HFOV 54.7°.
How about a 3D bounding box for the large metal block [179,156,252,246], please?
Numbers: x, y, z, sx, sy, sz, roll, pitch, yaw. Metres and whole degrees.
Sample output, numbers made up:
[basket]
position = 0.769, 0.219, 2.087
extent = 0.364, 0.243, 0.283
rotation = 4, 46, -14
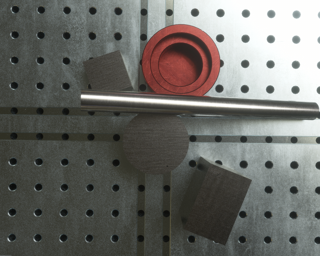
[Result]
[large metal block]
position = 0.065, 0.086, 0.387
extent = 0.050, 0.080, 0.080
rotation = 22, 90, -1

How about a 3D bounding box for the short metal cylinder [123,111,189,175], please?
[short metal cylinder]
position = -0.005, 0.017, 0.401
extent = 0.081, 0.050, 0.079
rotation = 0, 90, -1

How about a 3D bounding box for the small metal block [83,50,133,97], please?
[small metal block]
position = -0.068, -0.070, 0.412
extent = 0.050, 0.025, 0.050
rotation = -19, 90, -1

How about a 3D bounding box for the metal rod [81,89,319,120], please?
[metal rod]
position = 0.059, -0.027, 0.379
extent = 0.302, 0.025, 0.025
rotation = 2, 90, -15

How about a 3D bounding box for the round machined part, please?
[round machined part]
position = 0.026, -0.081, 0.405
extent = 0.099, 0.042, 0.097
rotation = 0, 90, -1
